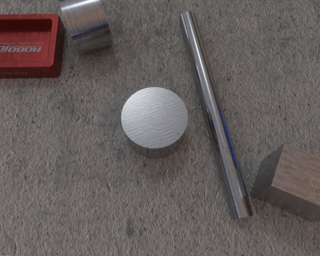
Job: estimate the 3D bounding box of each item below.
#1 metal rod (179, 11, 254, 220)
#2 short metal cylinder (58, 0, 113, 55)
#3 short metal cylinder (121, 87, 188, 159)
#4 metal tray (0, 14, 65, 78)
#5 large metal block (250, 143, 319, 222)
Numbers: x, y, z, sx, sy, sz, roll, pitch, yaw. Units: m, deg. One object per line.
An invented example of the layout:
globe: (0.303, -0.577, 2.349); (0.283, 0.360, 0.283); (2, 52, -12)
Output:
metal rod: (0.070, -0.031, 0.419); (0.025, 0.025, 0.299); (-10, 70, -4)
short metal cylinder: (-0.103, -0.149, 0.433); (0.050, 0.080, 0.080); (-19, 71, -7)
short metal cylinder: (-0.006, -0.005, 0.397); (0.081, 0.050, 0.080); (0, 70, 0)
metal tray: (-0.210, -0.118, 0.446); (0.131, 0.030, 0.090); (-1, 70, -1)
large metal block: (0.160, 0.066, 0.356); (0.080, 0.080, 0.050); (23, 72, 8)
